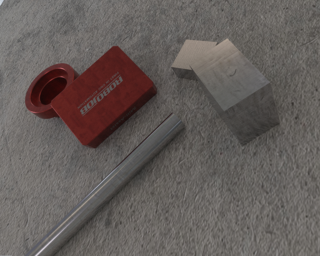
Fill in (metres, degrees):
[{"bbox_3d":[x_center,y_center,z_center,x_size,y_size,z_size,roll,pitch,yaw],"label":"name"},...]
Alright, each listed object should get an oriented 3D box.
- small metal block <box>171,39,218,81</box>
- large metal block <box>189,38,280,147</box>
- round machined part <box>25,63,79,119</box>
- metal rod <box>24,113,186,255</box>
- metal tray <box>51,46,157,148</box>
[{"bbox_3d":[0.052,-0.095,0.435,0.050,0.025,0.050,16,70,34],"label":"small metal block"},{"bbox_3d":[0.084,-0.038,0.348,0.050,0.080,0.080,-33,52,7],"label":"large metal block"},{"bbox_3d":[-0.171,-0.057,0.517,0.098,0.042,0.098,-13,56,21],"label":"round machined part"},{"bbox_3d":[-0.084,0.093,0.390,0.300,0.025,0.025,-44,51,-3],"label":"metal rod"},{"bbox_3d":[-0.081,-0.045,0.451,0.130,0.030,0.090,-42,73,-1],"label":"metal tray"}]
